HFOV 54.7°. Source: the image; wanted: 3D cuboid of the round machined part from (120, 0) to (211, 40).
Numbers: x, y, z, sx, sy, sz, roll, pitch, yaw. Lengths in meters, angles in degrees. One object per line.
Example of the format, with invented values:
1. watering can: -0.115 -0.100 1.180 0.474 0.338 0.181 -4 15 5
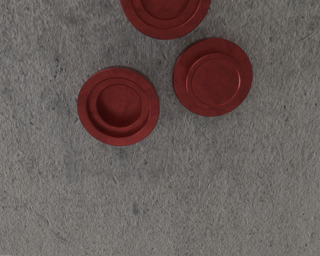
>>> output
1. round machined part: 0.006 -0.150 0.345 0.099 0.042 0.097 0 110 0

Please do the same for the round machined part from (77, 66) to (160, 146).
1. round machined part: -0.050 -0.030 0.389 0.099 0.042 0.097 0 110 0

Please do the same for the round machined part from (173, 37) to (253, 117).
1. round machined part: 0.065 -0.060 0.379 0.099 0.042 0.097 0 110 0
